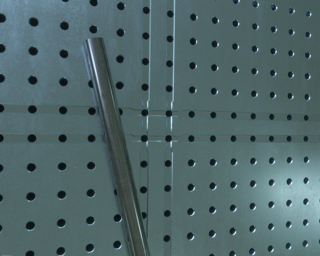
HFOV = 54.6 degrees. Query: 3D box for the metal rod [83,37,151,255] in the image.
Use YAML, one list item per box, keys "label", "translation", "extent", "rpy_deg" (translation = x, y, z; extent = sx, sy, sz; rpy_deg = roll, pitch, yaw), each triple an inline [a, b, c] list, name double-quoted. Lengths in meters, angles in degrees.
- label: "metal rod"
  translation: [-0.052, 0.038, 0.393]
  extent: [0.025, 0.025, 0.298]
  rpy_deg: [-13, 95, -20]
